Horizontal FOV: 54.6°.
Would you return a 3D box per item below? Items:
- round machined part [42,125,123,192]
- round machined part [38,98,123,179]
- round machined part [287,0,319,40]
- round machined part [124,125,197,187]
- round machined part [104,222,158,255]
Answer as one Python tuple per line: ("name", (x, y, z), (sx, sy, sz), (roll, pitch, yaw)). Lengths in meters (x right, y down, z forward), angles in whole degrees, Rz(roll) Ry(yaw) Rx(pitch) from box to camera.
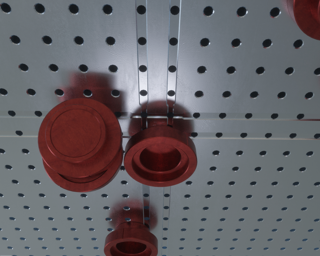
("round machined part", (-0.097, 0.035, 0.405), (0.099, 0.098, 0.042), (2, 167, -2))
("round machined part", (-0.095, 0.010, 0.368), (0.099, 0.098, 0.042), (2, 166, -2))
("round machined part", (0.177, -0.127, 0.293), (0.099, 0.042, 0.097), (0, 130, 0))
("round machined part", (0.001, 0.035, 0.430), (0.099, 0.042, 0.097), (0, 130, 0))
("round machined part", (-0.053, 0.213, 0.581), (0.099, 0.042, 0.097), (0, 130, 0))
